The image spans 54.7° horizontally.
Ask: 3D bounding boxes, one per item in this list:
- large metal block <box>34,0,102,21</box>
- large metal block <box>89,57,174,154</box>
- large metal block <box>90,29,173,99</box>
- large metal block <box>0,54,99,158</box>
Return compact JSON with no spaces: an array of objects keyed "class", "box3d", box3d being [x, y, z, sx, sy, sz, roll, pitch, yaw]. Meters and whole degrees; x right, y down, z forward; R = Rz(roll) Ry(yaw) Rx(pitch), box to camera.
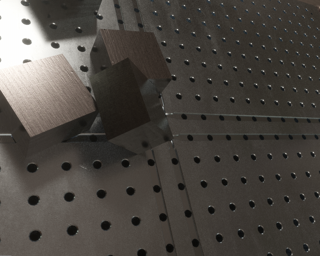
[{"class":"large metal block","box3d":[-0.138,-0.206,0.444,0.081,0.050,0.080,-23,74,-37]},{"class":"large metal block","box3d":[-0.031,-0.022,0.363,0.080,0.050,0.080,38,30,-66]},{"class":"large metal block","box3d":[-0.041,-0.085,0.423,0.081,0.050,0.080,-7,65,-32]},{"class":"large metal block","box3d":[-0.127,-0.026,0.341,0.081,0.050,0.080,-28,78,-38]}]
